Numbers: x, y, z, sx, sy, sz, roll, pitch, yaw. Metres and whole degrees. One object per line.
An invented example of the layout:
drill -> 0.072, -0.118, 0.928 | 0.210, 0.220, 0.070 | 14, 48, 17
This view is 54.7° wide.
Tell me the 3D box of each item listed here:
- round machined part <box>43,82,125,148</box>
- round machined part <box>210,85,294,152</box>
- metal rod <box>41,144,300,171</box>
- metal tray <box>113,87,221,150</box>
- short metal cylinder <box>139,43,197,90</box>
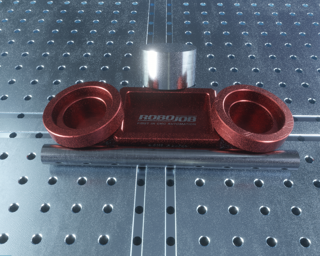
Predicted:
round machined part -> -0.093, -0.012, 0.395 | 0.099, 0.042, 0.098 | -5, 47, 6
round machined part -> 0.112, -0.008, 0.392 | 0.099, 0.042, 0.098 | 5, 48, -6
metal rod -> 0.011, 0.035, 0.373 | 0.302, 0.025, 0.025 | 1, 50, 1
metal tray -> 0.010, -0.012, 0.409 | 0.131, 0.030, 0.090 | 1, 51, 0
short metal cylinder -> 0.011, -0.090, 0.443 | 0.081, 0.050, 0.080 | 0, 24, 0
